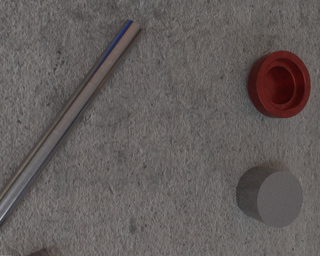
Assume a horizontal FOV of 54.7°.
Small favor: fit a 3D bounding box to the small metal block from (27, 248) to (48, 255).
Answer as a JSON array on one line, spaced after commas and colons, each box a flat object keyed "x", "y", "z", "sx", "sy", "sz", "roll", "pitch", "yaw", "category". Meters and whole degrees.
[{"x": -0.148, "y": 0.176, "z": 0.355, "sx": 0.050, "sy": 0.025, "sz": 0.050, "roll": -18, "pitch": 96, "yaw": -19, "category": "small metal block"}]

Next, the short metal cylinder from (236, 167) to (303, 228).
[{"x": 0.161, "y": 0.100, "z": 0.457, "sx": 0.081, "sy": 0.050, "sz": 0.079, "roll": 0, "pitch": 90, "yaw": -21, "category": "short metal cylinder"}]

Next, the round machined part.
[{"x": 0.173, "y": -0.063, "z": 0.466, "sx": 0.099, "sy": 0.042, "sz": 0.097, "roll": 0, "pitch": 90, "yaw": -21, "category": "round machined part"}]

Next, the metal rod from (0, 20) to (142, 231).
[{"x": -0.113, "y": -0.007, "z": 0.367, "sx": 0.025, "sy": 0.025, "sz": 0.300, "roll": 37, "pitch": 78, "yaw": -17, "category": "metal rod"}]
